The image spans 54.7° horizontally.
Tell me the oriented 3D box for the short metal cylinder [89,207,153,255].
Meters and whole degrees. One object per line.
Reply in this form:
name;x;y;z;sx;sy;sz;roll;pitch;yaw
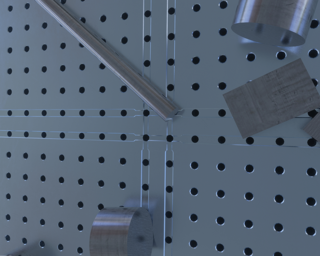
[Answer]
short metal cylinder;-0.047;0.143;0.400;0.050;0.080;0.080;-5;88;20

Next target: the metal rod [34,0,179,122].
metal rod;-0.090;-0.117;0.444;0.300;0.025;0.025;43;104;14

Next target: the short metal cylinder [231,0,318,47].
short metal cylinder;0.125;-0.126;0.339;0.080;0.080;0.050;17;96;19

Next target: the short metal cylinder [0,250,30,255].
short metal cylinder;-0.239;0.239;0.484;0.080;0.050;0.080;0;90;20

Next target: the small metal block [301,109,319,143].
small metal block;0.196;-0.001;0.343;0.050;0.025;0.050;42;103;15

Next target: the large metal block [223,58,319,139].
large metal block;0.122;-0.028;0.340;0.080;0.080;0.050;-25;82;18

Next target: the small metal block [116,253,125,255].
small metal block;-0.049;0.212;0.430;0.050;0.025;0.050;23;98;18
